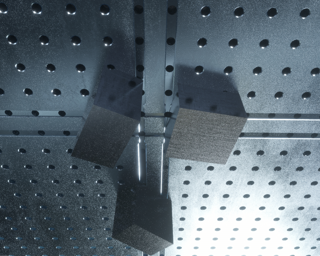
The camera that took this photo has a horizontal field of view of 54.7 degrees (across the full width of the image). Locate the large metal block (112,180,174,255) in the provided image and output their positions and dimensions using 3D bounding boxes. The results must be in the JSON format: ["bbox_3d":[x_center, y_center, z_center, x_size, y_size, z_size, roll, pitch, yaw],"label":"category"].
[{"bbox_3d":[-0.026,0.145,0.499,0.080,0.080,0.050,37,121,-27],"label":"large metal block"}]

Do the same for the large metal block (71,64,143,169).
[{"bbox_3d":[-0.060,-0.013,0.363,0.050,0.080,0.079,20,127,-17],"label":"large metal block"}]

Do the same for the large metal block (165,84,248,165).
[{"bbox_3d":[0.054,-0.003,0.393,0.081,0.050,0.079,8,130,-8],"label":"large metal block"}]
